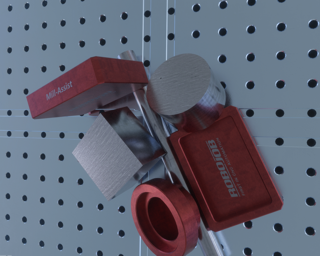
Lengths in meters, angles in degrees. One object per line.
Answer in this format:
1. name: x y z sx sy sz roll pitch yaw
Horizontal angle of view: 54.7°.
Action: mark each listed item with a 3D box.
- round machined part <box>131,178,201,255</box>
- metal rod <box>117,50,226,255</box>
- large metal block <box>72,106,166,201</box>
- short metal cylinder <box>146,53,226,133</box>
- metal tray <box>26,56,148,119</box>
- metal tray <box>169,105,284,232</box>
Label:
1. round machined part: 0.011 0.108 0.381 0.098 0.042 0.097 20 118 44
2. metal rod: 0.013 0.035 0.403 0.025 0.025 0.299 -27 81 18
3. large metal block: -0.053 0.032 0.395 0.080 0.050 0.080 50 123 13
4. short metal cylinder: 0.031 -0.041 0.369 0.080 0.050 0.080 -14 60 25
5. metal tray: -0.091 -0.047 0.391 0.130 0.091 0.030 -20 85 33
6. metal tray: 0.079 0.049 0.378 0.090 0.030 0.129 -26 82 18
